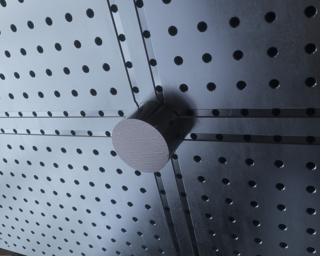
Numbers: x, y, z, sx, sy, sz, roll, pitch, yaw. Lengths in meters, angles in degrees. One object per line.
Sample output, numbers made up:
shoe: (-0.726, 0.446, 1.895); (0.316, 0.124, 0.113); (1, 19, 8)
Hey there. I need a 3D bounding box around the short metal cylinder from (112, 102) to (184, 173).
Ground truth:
short metal cylinder: (-0.016, 0.012, 0.408); (0.080, 0.050, 0.079); (13, 124, 20)
